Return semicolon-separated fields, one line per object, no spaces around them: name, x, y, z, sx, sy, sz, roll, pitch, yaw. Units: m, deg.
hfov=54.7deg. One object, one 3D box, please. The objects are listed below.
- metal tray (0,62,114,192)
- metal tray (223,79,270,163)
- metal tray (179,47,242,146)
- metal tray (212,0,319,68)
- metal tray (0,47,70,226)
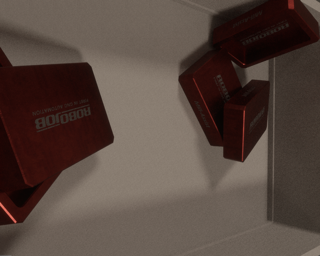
metal tray;-0.097;-0.010;0.280;0.131;0.030;0.089;-33;108;-66
metal tray;0.139;-0.016;0.488;0.131;0.030;0.089;-37;129;-49
metal tray;0.091;-0.046;0.482;0.090;0.030;0.130;-44;117;-31
metal tray;0.158;-0.142;0.470;0.090;0.130;0.030;23;64;-38
metal tray;-0.137;0.004;0.257;0.129;0.030;0.090;65;26;-25
